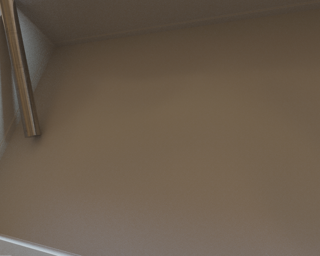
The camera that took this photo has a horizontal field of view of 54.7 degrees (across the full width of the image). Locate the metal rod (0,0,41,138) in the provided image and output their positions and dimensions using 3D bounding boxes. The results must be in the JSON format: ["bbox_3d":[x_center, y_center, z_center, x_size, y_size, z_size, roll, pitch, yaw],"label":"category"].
[{"bbox_3d":[-0.240,-0.131,0.518,0.025,0.025,0.298,-14,85,20],"label":"metal rod"}]

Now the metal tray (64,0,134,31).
[{"bbox_3d":[-0.120,-0.248,0.606,0.131,0.030,0.090,-15,55,8],"label":"metal tray"}]
